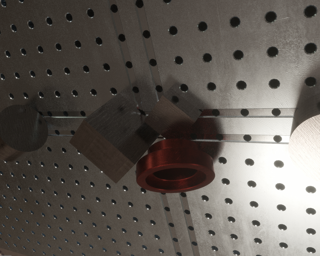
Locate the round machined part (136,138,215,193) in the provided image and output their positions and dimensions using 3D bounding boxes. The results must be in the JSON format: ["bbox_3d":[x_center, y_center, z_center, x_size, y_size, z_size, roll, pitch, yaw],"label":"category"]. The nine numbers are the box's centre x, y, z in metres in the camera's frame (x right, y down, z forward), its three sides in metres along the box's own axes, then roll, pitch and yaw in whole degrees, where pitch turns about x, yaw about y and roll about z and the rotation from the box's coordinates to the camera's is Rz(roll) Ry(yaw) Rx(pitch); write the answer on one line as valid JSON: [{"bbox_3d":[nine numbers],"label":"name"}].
[{"bbox_3d":[0.019,0.047,0.398,0.099,0.042,0.098,-2,149,-1],"label":"round machined part"}]

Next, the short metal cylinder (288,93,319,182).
[{"bbox_3d":[0.174,0.009,0.309,0.080,0.050,0.079,13,124,20],"label":"short metal cylinder"}]

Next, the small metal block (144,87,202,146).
[{"bbox_3d":[0.016,-0.014,0.393,0.050,0.025,0.050,39,129,1],"label":"small metal block"}]

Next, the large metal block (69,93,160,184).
[{"bbox_3d":[-0.056,0.012,0.411,0.080,0.080,0.050,42,129,-1],"label":"large metal block"}]

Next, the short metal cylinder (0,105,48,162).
[{"bbox_3d":[-0.231,0.009,0.500,0.050,0.080,0.080,-28,104,37],"label":"short metal cylinder"}]
